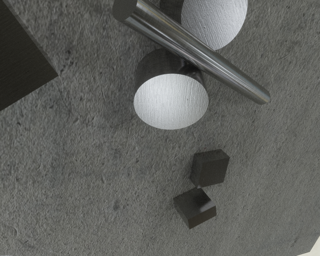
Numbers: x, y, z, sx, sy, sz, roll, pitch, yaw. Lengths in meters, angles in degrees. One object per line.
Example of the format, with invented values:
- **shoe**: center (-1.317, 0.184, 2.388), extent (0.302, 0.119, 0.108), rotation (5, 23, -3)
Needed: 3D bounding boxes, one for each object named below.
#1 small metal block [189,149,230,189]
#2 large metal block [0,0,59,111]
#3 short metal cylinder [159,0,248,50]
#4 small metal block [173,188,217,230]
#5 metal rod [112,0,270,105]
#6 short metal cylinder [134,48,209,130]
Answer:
- **small metal block**: center (0.078, 0.064, 0.492), extent (0.050, 0.025, 0.050), rotation (-8, 122, -25)
- **large metal block**: center (-0.151, -0.064, 0.269), extent (0.080, 0.050, 0.080), rotation (-34, 129, -6)
- **short metal cylinder**: center (0.047, -0.130, 0.337), extent (0.081, 0.050, 0.079), rotation (-14, 125, -21)
- **small metal block**: center (0.056, 0.128, 0.503), extent (0.050, 0.050, 0.025), rotation (-22, 127, -15)
- **metal rod**: center (0.064, -0.069, 0.346), extent (0.302, 0.025, 0.025), rotation (14, 112, -52)
- **short metal cylinder**: center (0.012, -0.044, 0.351), extent (0.081, 0.050, 0.080), rotation (-1, 136, 0)
